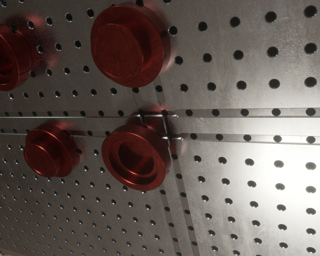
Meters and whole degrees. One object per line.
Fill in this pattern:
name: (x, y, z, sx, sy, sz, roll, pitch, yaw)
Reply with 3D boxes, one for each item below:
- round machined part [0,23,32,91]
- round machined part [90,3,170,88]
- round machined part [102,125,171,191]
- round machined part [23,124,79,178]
round machined part: (-0.229, -0.106, 0.452, 0.098, 0.042, 0.097, 13, 124, 20)
round machined part: (-0.041, -0.092, 0.363, 0.098, 0.042, 0.097, 13, 124, 20)
round machined part: (-0.029, 0.038, 0.437, 0.098, 0.042, 0.097, 13, 124, 20)
round machined part: (-0.190, 0.045, 0.526, 0.098, 0.042, 0.097, 13, 124, 20)
